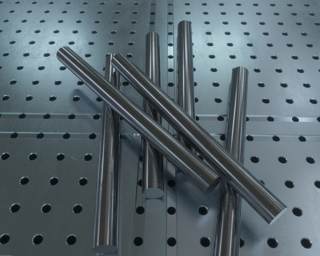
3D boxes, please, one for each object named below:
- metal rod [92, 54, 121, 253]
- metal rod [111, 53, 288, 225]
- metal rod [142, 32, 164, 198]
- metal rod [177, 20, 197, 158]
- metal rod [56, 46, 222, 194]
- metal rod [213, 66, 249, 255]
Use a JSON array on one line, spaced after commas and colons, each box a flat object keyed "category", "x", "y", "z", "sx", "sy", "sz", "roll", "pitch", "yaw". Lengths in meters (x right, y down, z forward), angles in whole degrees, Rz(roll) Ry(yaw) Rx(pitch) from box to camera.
[{"category": "metal rod", "x": -0.065, "y": 0.005, "z": 0.402, "sx": 0.025, "sy": 0.025, "sz": 0.300, "roll": -3, "pitch": 50, "yaw": -3}, {"category": "metal rod", "x": 0.027, "y": -0.007, "z": 0.379, "sx": 0.025, "sy": 0.025, "sz": 0.300, "roll": -29, "pitch": 56, "yaw": -22}, {"category": "metal rod", "x": -0.010, "y": -0.042, "z": 0.442, "sx": 0.025, "sy": 0.025, "sz": 0.300, "roll": -1, "pitch": 50, "yaw": -1}, {"category": "metal rod", "x": 0.039, "y": -0.069, "z": 0.466, "sx": 0.025, "sy": 0.025, "sz": 0.300, "roll": 2, "pitch": 50, "yaw": 1}, {"category": "metal rod", "x": -0.044, "y": -0.026, "z": 0.395, "sx": 0.025, "sy": 0.025, "sz": 0.300, "roll": -35, "pitch": 58, "yaw": -25}, {"category": "metal rod", "x": 0.092, "y": 0.027, "z": 0.385, "sx": 0.025, "sy": 0.025, "sz": 0.300, "roll": 9, "pitch": 51, "yaw": 8}]
